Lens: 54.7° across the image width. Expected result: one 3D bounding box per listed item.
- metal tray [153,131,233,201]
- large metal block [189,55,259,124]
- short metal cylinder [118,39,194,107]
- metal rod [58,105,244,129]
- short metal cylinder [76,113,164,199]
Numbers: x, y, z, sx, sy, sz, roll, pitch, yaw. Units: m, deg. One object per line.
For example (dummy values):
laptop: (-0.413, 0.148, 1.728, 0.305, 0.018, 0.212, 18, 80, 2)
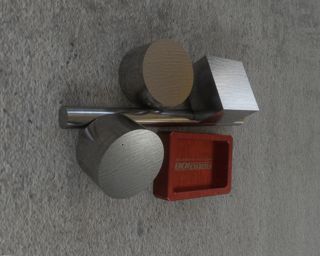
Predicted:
metal tray: (0.052, 0.052, 0.445, 0.131, 0.030, 0.089, 4, 87, -40)
large metal block: (0.087, -0.053, 0.447, 0.081, 0.050, 0.080, -1, 70, -40)
short metal cylinder: (-0.004, -0.066, 0.386, 0.081, 0.050, 0.080, 0, 89, -40)
metal rod: (0.015, -0.014, 0.420, 0.302, 0.025, 0.025, -1, 91, -40)
short metal cylinder: (-0.043, 0.030, 0.338, 0.081, 0.050, 0.079, -19, 123, -33)
